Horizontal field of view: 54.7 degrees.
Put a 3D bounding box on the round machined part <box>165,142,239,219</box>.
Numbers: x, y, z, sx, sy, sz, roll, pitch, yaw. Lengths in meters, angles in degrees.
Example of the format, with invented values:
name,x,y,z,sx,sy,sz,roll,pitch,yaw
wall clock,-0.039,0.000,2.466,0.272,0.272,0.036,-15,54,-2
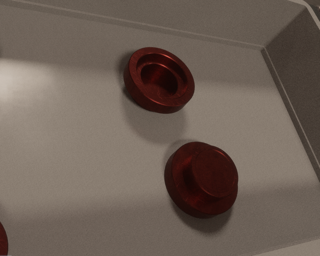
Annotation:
name,x,y,z,sx,sy,sz,roll,pitch,yaw
round machined part,0.059,0.061,0.391,0.099,0.042,0.098,14,56,-21

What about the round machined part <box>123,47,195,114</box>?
name,x,y,z,sx,sy,sz,roll,pitch,yaw
round machined part,-0.005,-0.061,0.431,0.099,0.042,0.098,14,56,-21

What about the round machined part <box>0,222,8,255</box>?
name,x,y,z,sx,sy,sz,roll,pitch,yaw
round machined part,-0.170,0.099,0.226,0.098,0.042,0.098,27,25,-13
